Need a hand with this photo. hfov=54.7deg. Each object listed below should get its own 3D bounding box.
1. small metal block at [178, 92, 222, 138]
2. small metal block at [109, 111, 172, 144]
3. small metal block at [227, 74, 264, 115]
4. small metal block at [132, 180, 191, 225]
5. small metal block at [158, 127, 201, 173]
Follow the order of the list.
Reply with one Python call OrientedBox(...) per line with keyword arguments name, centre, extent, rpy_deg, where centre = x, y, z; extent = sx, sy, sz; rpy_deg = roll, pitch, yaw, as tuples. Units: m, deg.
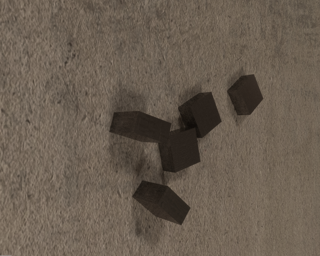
OrientedBox(name="small metal block", centre=(0.060, -0.019, 0.457), extent=(0.050, 0.025, 0.050), rpy_deg=(-36, 112, -34))
OrientedBox(name="small metal block", centre=(-0.024, 0.000, 0.371), extent=(0.050, 0.050, 0.025), rpy_deg=(20, 78, -39))
OrientedBox(name="small metal block", centre=(0.147, -0.057, 0.531), extent=(0.050, 0.025, 0.050), rpy_deg=(-44, 117, -31))
OrientedBox(name="small metal block", centre=(0.002, 0.094, 0.392), extent=(0.050, 0.050, 0.025), rpy_deg=(48, 61, -30))
OrientedBox(name="small metal block", centre=(0.027, 0.029, 0.429), extent=(0.050, 0.025, 0.050), rpy_deg=(-17, 101, -39))
